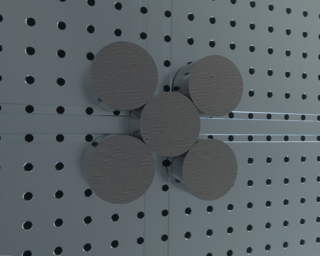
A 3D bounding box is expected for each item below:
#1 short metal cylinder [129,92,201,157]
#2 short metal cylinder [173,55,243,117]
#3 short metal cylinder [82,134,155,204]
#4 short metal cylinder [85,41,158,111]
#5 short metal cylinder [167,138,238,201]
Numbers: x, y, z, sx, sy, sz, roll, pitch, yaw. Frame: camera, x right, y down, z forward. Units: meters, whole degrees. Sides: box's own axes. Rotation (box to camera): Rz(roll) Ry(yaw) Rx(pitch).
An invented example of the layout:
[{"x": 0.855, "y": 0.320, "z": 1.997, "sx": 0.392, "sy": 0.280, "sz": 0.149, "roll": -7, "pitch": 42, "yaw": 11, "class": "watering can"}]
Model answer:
[{"x": 0.005, "y": -0.005, "z": 0.402, "sx": 0.081, "sy": 0.050, "sz": 0.079, "roll": 0, "pitch": 90, "yaw": -21, "class": "short metal cylinder"}, {"x": 0.065, "y": -0.054, "z": 0.422, "sx": 0.081, "sy": 0.050, "sz": 0.079, "roll": 0, "pitch": 90, "yaw": -21, "class": "short metal cylinder"}, {"x": -0.052, "y": 0.048, "z": 0.380, "sx": 0.081, "sy": 0.050, "sz": 0.079, "roll": 0, "pitch": 90, "yaw": -21, "class": "short metal cylinder"}, {"x": -0.048, "y": -0.061, "z": 0.381, "sx": 0.081, "sy": 0.050, "sz": 0.079, "roll": 0, "pitch": 90, "yaw": -21, "class": "short metal cylinder"}, {"x": 0.057, "y": 0.053, "z": 0.421, "sx": 0.081, "sy": 0.050, "sz": 0.079, "roll": 0, "pitch": 90, "yaw": -21, "class": "short metal cylinder"}]
